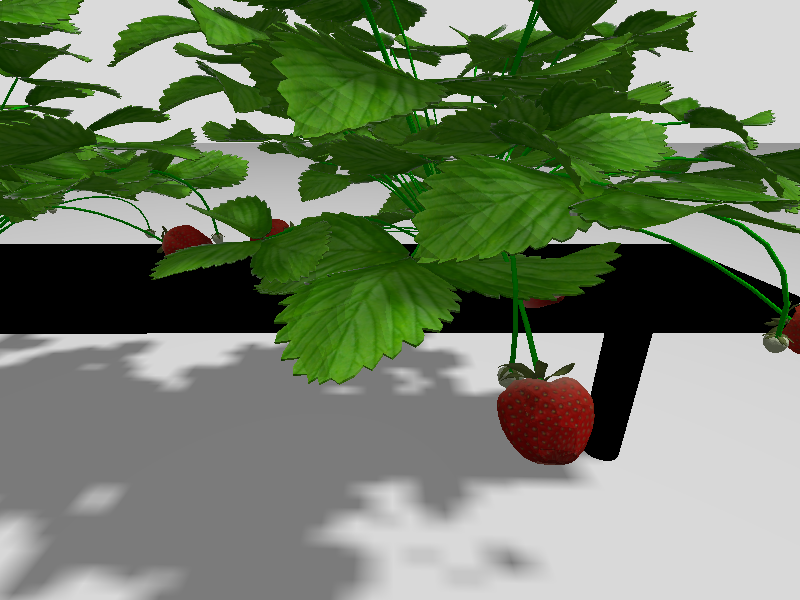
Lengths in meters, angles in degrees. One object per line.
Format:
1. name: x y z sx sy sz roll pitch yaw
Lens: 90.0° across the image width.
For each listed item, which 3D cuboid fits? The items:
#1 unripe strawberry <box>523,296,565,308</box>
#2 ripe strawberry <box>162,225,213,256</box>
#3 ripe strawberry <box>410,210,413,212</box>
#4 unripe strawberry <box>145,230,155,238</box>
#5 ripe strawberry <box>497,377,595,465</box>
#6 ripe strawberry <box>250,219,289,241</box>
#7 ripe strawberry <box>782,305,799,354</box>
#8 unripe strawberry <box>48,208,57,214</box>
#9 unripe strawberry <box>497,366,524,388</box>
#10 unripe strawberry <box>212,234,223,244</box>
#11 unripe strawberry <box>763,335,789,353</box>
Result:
1. unripe strawberry: 0.093 -0.008 0.266 0.035 0.032 0.032 -10 25 -21
2. ripe strawberry: -0.185 -0.047 0.352 0.037 0.036 0.040 1 23 1
3. ripe strawberry: 0.010 -0.126 0.552 0.027 0.024 0.024 -4 9 -10
4. unripe strawberry: -0.277 -0.073 0.444 0.010 0.010 0.009 -16 28 -32
5. ripe strawberry: 0.053 0.044 0.147 0.034 0.031 0.030 0 -30 -1
6. ripe strawberry: -0.122 -0.059 0.380 0.036 0.036 0.040 2 23 7
7. ripe strawberry: 0.226 0.017 0.213 0.031 0.030 0.028 26 34 35
8. unripe strawberry: -0.453 -0.118 0.522 0.009 0.010 0.010 -7 24 -15
9. unripe strawberry: 0.047 0.033 0.170 0.011 0.010 0.010 0 23 1
10. unripe strawberry: -0.172 -0.057 0.379 0.010 0.010 0.009 -2 23 -5
11. unripe strawberry: 0.191 0.022 0.203 0.009 0.010 0.010 -18 29 -36
